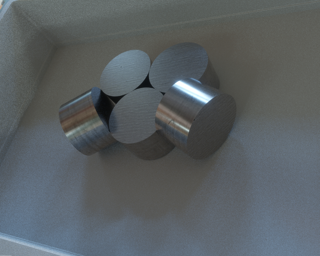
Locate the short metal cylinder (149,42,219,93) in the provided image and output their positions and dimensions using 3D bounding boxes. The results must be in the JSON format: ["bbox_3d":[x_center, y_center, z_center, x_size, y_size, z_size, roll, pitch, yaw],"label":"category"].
[{"bbox_3d":[0.033,-0.066,0.411,0.080,0.050,0.080,-13,56,21],"label":"short metal cylinder"}]

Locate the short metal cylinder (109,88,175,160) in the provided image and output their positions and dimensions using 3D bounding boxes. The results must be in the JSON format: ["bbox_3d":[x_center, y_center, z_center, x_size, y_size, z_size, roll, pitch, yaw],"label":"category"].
[{"bbox_3d":[-0.018,-0.005,0.400,0.080,0.050,0.080,-13,56,21],"label":"short metal cylinder"}]

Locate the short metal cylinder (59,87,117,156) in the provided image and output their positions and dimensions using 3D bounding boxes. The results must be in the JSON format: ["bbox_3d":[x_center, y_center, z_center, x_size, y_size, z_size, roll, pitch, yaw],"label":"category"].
[{"bbox_3d":[-0.090,-0.009,0.422,0.050,0.080,0.080,-27,52,11],"label":"short metal cylinder"}]

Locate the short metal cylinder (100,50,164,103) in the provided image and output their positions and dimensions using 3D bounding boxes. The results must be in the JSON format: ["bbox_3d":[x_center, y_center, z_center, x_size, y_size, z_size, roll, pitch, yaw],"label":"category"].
[{"bbox_3d":[-0.039,-0.066,0.449,0.080,0.050,0.080,-13,56,21],"label":"short metal cylinder"}]

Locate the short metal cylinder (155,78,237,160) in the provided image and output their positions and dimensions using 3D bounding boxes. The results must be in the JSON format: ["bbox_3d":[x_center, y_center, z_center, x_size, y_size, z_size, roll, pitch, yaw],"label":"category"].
[{"bbox_3d":[0.041,-0.011,0.353,0.050,0.080,0.080,33,81,38],"label":"short metal cylinder"}]
